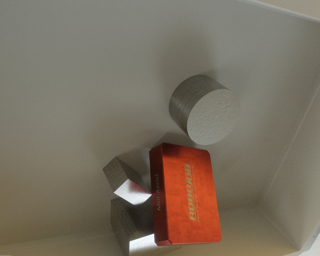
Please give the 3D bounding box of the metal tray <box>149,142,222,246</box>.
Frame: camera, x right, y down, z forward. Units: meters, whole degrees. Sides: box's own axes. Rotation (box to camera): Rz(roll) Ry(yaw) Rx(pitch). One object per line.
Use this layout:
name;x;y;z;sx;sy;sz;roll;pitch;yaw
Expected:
metal tray;0.034;0.090;0.424;0.091;0.130;0.030;12;151;-34

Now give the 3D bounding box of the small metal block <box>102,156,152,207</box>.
small metal block;-0.044;0.072;0.414;0.025;0.050;0.050;-44;130;3

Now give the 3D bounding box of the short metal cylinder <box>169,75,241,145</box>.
short metal cylinder;0.059;-0.024;0.412;0.081;0.050;0.079;-14;125;-21

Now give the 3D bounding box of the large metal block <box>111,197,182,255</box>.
large metal block;-0.021;0.140;0.450;0.081;0.080;0.050;-9;123;-24
